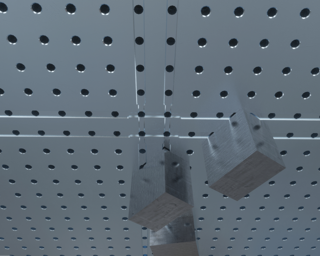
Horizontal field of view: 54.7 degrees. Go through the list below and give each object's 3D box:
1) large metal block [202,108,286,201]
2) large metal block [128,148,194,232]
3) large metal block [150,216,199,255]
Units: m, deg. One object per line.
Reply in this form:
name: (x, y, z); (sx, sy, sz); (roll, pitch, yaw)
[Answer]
large metal block: (0.105, 0.035, 0.407); (0.050, 0.080, 0.080); (29, 124, -23)
large metal block: (0.000, 0.091, 0.453); (0.050, 0.080, 0.080); (32, 123, -25)
large metal block: (0.029, 0.212, 0.577); (0.080, 0.050, 0.080); (-8, 130, 6)
